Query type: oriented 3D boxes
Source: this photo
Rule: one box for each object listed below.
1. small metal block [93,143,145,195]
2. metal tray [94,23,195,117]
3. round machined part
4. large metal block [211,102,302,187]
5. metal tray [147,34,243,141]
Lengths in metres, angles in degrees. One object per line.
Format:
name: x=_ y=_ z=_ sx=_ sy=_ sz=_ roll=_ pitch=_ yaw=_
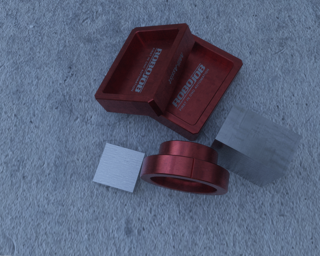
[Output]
small metal block: x=-0.050 y=0.052 z=0.389 sx=0.050 sy=0.025 sz=0.050 roll=15 pitch=71 yaw=5
metal tray: x=-0.018 y=-0.079 z=0.406 sx=0.090 sy=0.030 sz=0.130 roll=7 pitch=60 yaw=31
round machined part: x=0.030 y=0.045 z=0.353 sx=0.099 sy=0.098 sz=0.042 roll=10 pitch=71 yaw=3
large metal block: x=0.107 y=0.024 z=0.372 sx=0.080 sy=0.080 sz=0.050 roll=28 pitch=73 yaw=9
metal tray: x=0.043 y=-0.058 z=0.427 sx=0.090 sy=0.030 sz=0.130 roll=31 pitch=73 yaw=10
